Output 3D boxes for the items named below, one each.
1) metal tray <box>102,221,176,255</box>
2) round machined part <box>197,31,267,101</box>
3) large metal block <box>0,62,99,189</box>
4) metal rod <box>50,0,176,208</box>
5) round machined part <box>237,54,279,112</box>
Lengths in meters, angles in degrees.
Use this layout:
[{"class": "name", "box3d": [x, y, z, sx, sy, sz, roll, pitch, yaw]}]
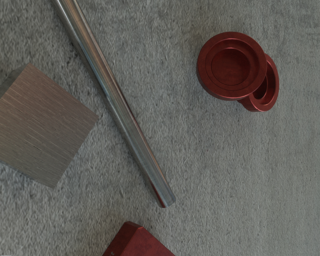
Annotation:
[{"class": "metal tray", "box3d": [-0.041, 0.191, 0.367, 0.090, 0.030, 0.130, 51, 60, -28]}, {"class": "round machined part", "box3d": [0.102, -0.088, 0.458, 0.099, 0.042, 0.097, 0, 83, 0]}, {"class": "large metal block", "box3d": [-0.119, -0.001, 0.289, 0.080, 0.050, 0.080, 42, 65, -32]}, {"class": "metal rod", "box3d": [-0.051, -0.029, 0.361, 0.025, 0.025, 0.299, -39, 114, -33]}, {"class": "round machined part", "box3d": [0.157, -0.075, 0.525, 0.099, 0.042, 0.097, 0, 90, -40]}]
